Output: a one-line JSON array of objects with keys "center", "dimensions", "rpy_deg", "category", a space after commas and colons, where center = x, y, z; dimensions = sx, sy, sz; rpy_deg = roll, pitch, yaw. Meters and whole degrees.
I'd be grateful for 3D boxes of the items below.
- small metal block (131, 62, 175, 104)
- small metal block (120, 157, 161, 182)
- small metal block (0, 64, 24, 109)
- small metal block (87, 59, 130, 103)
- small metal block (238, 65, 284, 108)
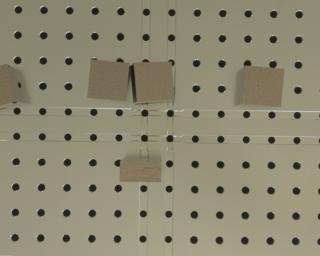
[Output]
[{"center": [-0.010, -0.059, 0.407], "dimensions": [0.050, 0.025, 0.050], "rpy_deg": [-5, 90, -16], "category": "small metal block"}, {"center": [-0.024, 0.053, 0.401], "dimensions": [0.050, 0.050, 0.025], "rpy_deg": [1, 90, 0], "category": "small metal block"}, {"center": [-0.217, -0.052, 0.412], "dimensions": [0.050, 0.025, 0.050], "rpy_deg": [-15, 90, 0], "category": "small metal block"}, {"center": [-0.067, -0.062, 0.413], "dimensions": [0.050, 0.025, 0.050], "rpy_deg": [6, 90, 0], "category": "small metal block"}, {"center": [0.134, -0.054, 0.414], "dimensions": [0.050, 0.025, 0.050], "rpy_deg": [5, 90, 0], "category": "small metal block"}]
